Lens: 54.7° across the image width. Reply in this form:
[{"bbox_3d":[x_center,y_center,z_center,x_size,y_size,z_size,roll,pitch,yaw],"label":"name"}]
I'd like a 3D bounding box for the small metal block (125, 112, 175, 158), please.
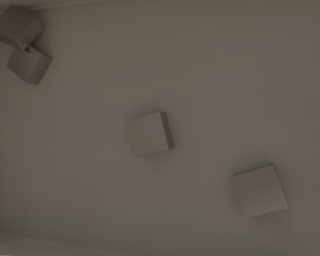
[{"bbox_3d":[-0.013,0.009,0.415,0.050,0.025,0.050,-15,85,19],"label":"small metal block"}]

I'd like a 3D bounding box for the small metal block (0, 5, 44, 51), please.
[{"bbox_3d":[-0.215,-0.150,0.465,0.050,0.025,0.050,27,67,12],"label":"small metal block"}]

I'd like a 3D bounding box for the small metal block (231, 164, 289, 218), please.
[{"bbox_3d":[0.118,0.074,0.369,0.050,0.025,0.050,-20,84,19],"label":"small metal block"}]

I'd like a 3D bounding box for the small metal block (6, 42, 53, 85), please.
[{"bbox_3d":[-0.203,-0.103,0.482,0.050,0.025,0.050,37,102,16],"label":"small metal block"}]
